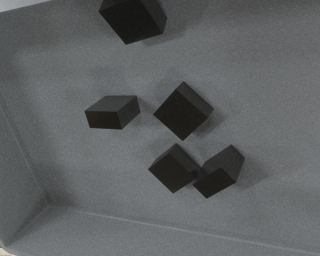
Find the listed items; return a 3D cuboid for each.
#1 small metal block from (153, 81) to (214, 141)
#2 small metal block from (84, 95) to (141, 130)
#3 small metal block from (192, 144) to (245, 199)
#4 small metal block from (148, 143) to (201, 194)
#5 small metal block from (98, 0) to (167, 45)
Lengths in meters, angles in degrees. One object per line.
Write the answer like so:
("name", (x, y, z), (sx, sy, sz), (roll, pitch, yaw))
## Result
("small metal block", (0.028, -0.020, 0.380), (0.050, 0.025, 0.050), (42, 129, -2))
("small metal block", (-0.062, -0.022, 0.410), (0.050, 0.050, 0.025), (3, 120, 26))
("small metal block", (0.074, 0.054, 0.386), (0.025, 0.050, 0.050), (45, 129, -4))
("small metal block", (0.020, 0.057, 0.432), (0.050, 0.025, 0.050), (45, 129, -4))
("small metal block", (-0.028, -0.122, 0.333), (0.050, 0.025, 0.050), (-7, 146, 31))
